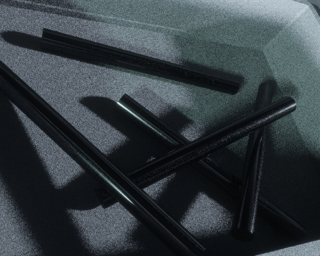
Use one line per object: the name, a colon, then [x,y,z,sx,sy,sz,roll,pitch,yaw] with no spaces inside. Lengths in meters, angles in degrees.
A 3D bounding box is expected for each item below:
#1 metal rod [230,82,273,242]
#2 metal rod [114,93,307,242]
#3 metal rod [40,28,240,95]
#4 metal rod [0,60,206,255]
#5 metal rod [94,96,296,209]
metal rod: [0.139,0.023,0.443,0.025,0.025,0.301,34,44,-6]
metal rod: [0.069,0.054,0.409,0.301,0.025,0.025,36,51,-4]
metal rod: [-0.014,-0.091,0.453,0.302,0.025,0.025,10,58,-23]
metal rod: [-0.077,0.027,0.320,0.300,0.025,0.025,40,50,10]
metal rod: [0.062,0.020,0.390,0.302,0.025,0.025,-23,74,-25]
